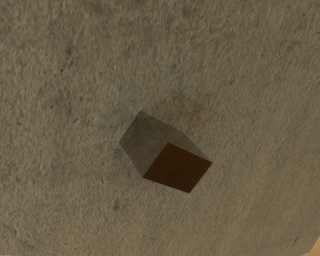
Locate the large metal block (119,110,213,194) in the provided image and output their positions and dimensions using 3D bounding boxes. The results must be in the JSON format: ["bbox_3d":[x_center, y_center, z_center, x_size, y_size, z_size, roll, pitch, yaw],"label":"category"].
[{"bbox_3d":[0.006,0.030,0.395,0.080,0.080,0.050,26,104,-38],"label":"large metal block"}]
